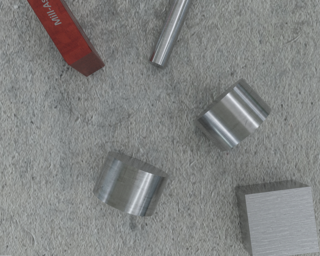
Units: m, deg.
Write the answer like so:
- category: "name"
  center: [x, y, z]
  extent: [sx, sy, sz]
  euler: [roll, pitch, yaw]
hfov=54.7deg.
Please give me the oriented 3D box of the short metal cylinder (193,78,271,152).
- category: "short metal cylinder"
  center: [0.088, -0.016, 0.383]
  extent: [0.080, 0.080, 0.050]
  euler: [-43, 90, 0]

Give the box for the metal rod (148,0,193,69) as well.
- category: "metal rod"
  center: [0.052, -0.222, 0.410]
  extent: [0.025, 0.025, 0.299]
  euler: [22, 90, 0]

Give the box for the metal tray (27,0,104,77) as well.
- category: "metal tray"
  center: [-0.121, -0.131, 0.376]
  extent: [0.030, 0.090, 0.130]
  euler: [-32, 90, 0]

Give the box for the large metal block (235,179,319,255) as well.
- category: "large metal block"
  center: [0.148, 0.115, 0.399]
  extent: [0.080, 0.050, 0.080]
  euler: [-7, 90, 0]

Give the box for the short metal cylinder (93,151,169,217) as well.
- category: "short metal cylinder"
  center: [-0.035, 0.067, 0.382]
  extent: [0.080, 0.080, 0.050]
  euler: [22, 90, 0]
